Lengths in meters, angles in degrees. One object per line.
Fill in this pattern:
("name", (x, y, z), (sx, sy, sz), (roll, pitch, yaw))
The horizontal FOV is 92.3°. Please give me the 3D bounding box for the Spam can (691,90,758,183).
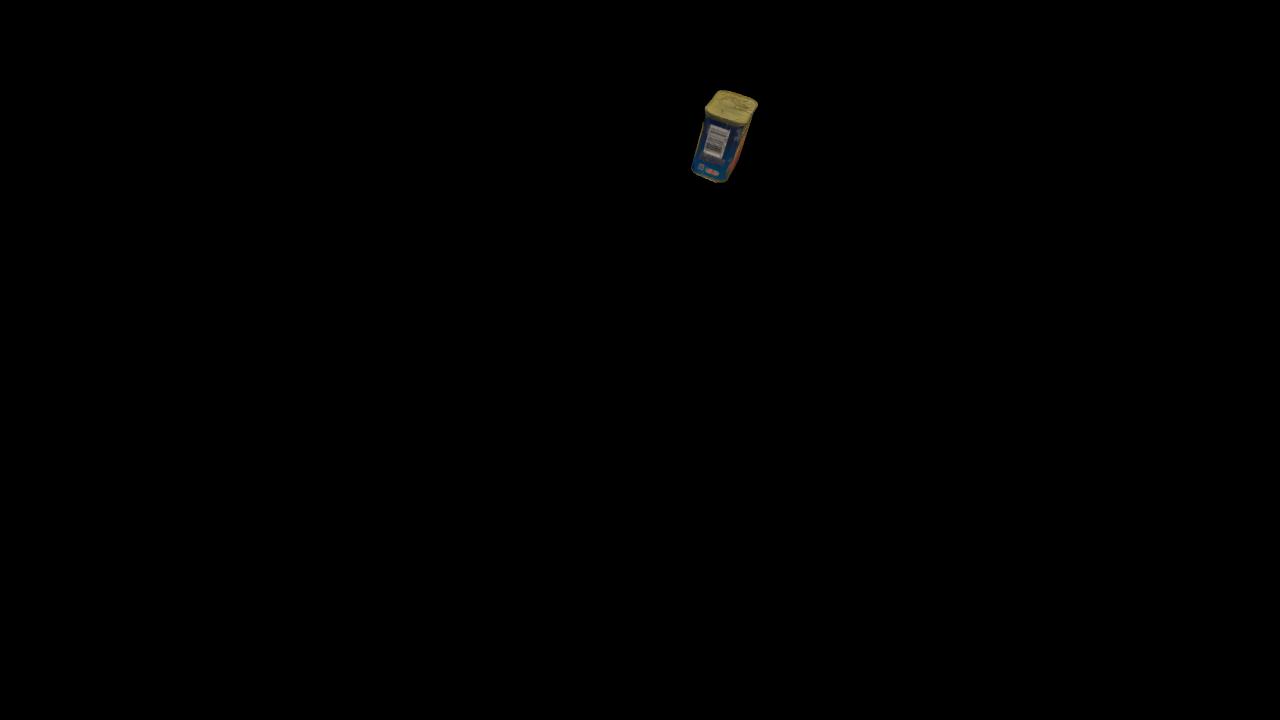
("Spam can", (0.110, -0.296, 0.814), (0.058, 0.085, 0.101), (22, 43, 7))
